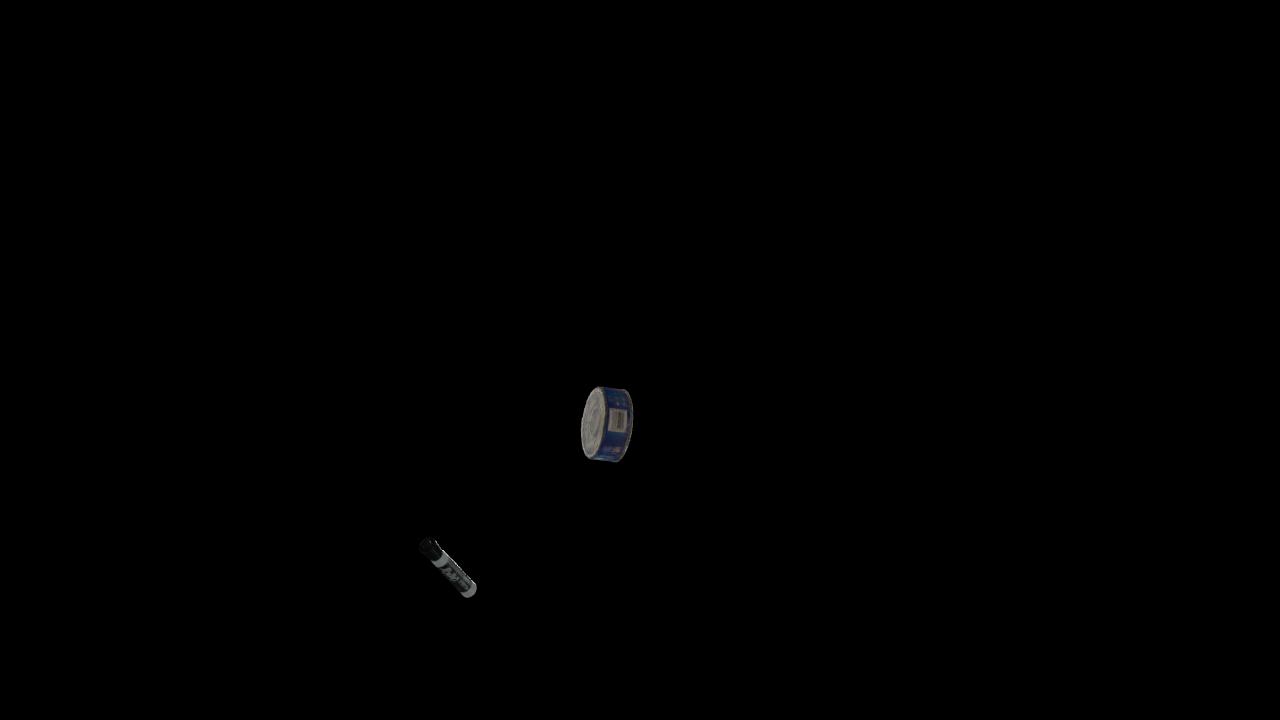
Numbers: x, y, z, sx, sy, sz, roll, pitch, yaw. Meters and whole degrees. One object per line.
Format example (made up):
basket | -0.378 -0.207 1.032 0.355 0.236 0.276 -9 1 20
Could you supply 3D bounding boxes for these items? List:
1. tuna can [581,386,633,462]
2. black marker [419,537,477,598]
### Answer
tuna can | -0.039 0.072 0.696 0.034 0.084 0.084 9 -3 -22
black marker | -0.217 0.235 0.695 0.020 0.020 0.121 0 -43 16
